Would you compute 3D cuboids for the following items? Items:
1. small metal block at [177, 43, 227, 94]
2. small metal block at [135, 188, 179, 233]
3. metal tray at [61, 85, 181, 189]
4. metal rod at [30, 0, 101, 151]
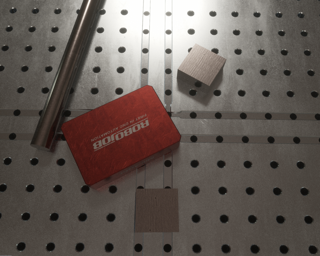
[{"bbox_3d":[0.059,-0.085,0.444,0.050,0.025,0.050,30,73,10],"label":"small metal block"},{"bbox_3d":[-0.003,0.100,0.375,0.050,0.025,0.050,0,70,-1],"label":"small metal block"},{"bbox_3d":[-0.050,0.010,0.405,0.131,0.030,0.090,-26,72,-10],"label":"metal tray"},{"bbox_3d":[-0.125,-0.112,0.451,0.025,0.025,0.299,11,70,4],"label":"metal rod"}]
